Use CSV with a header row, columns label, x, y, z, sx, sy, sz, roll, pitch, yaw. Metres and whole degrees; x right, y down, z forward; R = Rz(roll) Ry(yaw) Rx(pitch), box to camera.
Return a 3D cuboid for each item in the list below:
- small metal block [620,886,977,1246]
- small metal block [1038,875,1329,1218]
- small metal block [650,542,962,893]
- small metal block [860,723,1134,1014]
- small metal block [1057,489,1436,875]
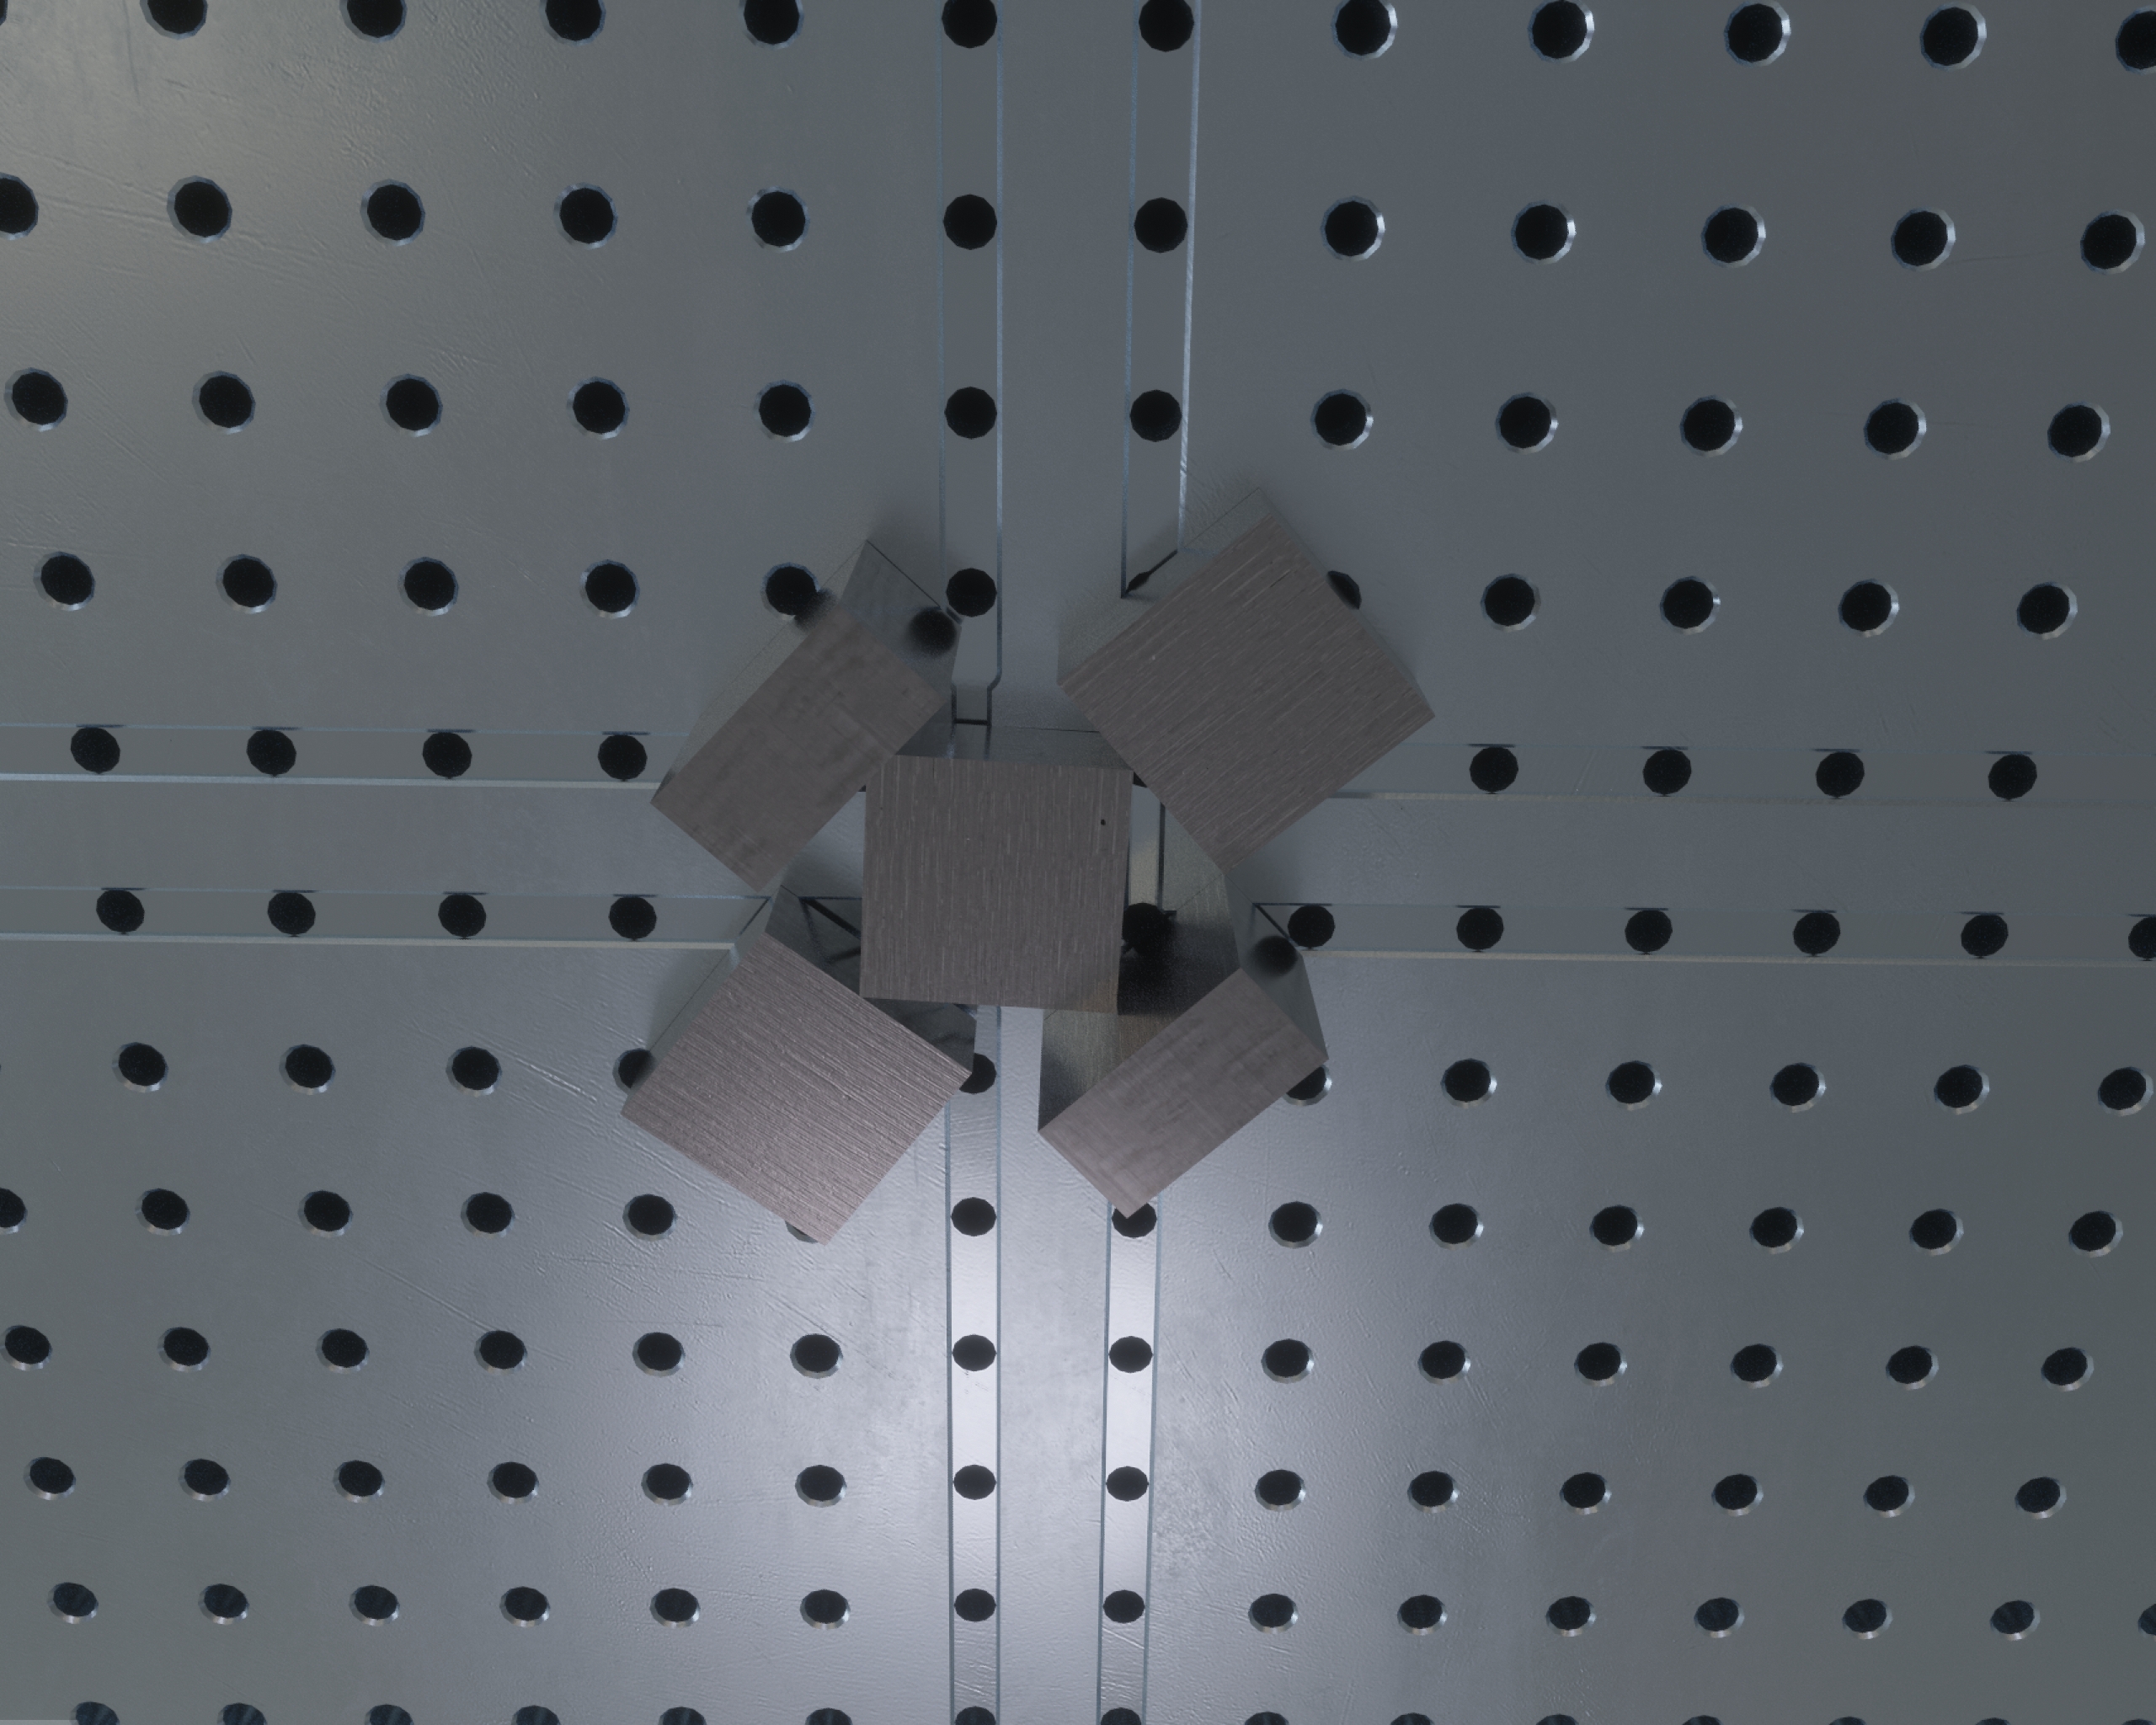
label,x,y,z,sx,sy,sz,roll,pitch,yaw
small metal block,-0.056,0.042,0.428,0.050,0.025,0.050,36,106,-13
small metal block,0.020,0.035,0.413,0.050,0.050,0.025,-40,105,13
small metal block,-0.049,-0.028,0.389,0.025,0.050,0.050,42,105,-15
small metal block,-0.016,0.000,0.413,0.050,0.025,0.050,4,109,0
small metal block,0.032,-0.035,0.401,0.050,0.025,0.050,-38,106,13
